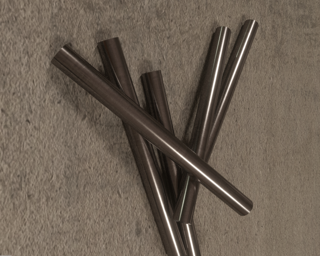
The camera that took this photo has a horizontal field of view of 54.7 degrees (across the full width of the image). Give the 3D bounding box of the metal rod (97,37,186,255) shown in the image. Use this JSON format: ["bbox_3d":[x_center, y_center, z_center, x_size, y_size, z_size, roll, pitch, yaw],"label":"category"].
[{"bbox_3d":[-0.018,0.038,0.391,0.025,0.025,0.298,-28,108,-37],"label":"metal rod"}]

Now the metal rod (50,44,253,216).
[{"bbox_3d":[0.005,0.015,0.366,0.301,0.025,0.025,40,65,-18],"label":"metal rod"}]

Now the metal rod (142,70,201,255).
[{"bbox_3d":[0.021,0.071,0.424,0.025,0.025,0.298,-21,104,-38],"label":"metal rod"}]

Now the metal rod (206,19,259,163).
[{"bbox_3d":[0.102,-0.051,0.492,0.025,0.025,0.300,37,67,-34],"label":"metal rod"}]

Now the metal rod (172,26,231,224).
[{"bbox_3d":[0.064,-0.018,0.440,0.025,0.025,0.299,31,65,-36],"label":"metal rod"}]
